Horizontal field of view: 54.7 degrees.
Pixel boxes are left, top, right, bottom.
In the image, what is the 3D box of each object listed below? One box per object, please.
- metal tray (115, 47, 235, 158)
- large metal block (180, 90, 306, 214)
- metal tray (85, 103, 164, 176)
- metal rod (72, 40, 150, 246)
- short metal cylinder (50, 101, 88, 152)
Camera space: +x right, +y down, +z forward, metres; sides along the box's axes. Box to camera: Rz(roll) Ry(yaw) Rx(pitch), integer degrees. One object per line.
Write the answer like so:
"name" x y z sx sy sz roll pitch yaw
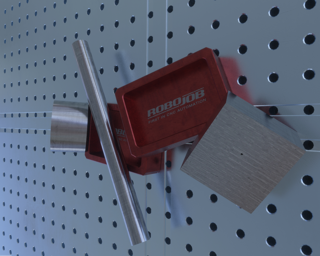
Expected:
"metal tray" 0.017 -0.026 0.367 0.130 0.030 0.090 -22 76 20
"large metal block" 0.078 0.022 0.305 0.080 0.050 0.080 32 114 2
"metal tray" -0.055 0.011 0.451 0.130 0.030 0.089 9 96 39
"metal rod" -0.073 0.009 0.430 0.025 0.025 0.299 -31 71 35
"short metal cylinder" -0.142 -0.002 0.487 0.080 0.050 0.080 -176 89 -75
